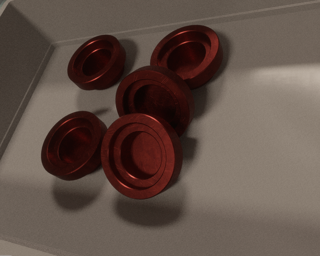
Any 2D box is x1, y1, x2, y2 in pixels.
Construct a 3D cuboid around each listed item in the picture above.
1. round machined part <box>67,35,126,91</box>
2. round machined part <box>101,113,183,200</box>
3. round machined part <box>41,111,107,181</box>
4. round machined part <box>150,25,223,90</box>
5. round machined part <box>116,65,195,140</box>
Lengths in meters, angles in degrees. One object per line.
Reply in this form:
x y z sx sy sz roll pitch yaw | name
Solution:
-0.098 -0.101 0.506 0.098 0.042 0.098 -13 56 20 | round machined part
-0.018 0.031 0.366 0.098 0.042 0.097 1 92 27 | round machined part
-0.113 0.028 0.435 0.098 0.042 0.098 -13 56 20 | round machined part
0.040 -0.092 0.429 0.098 0.042 0.098 -13 56 20 | round machined part
-0.003 -0.032 0.391 0.098 0.097 0.042 -2 25 26 | round machined part
